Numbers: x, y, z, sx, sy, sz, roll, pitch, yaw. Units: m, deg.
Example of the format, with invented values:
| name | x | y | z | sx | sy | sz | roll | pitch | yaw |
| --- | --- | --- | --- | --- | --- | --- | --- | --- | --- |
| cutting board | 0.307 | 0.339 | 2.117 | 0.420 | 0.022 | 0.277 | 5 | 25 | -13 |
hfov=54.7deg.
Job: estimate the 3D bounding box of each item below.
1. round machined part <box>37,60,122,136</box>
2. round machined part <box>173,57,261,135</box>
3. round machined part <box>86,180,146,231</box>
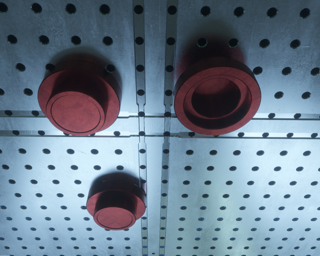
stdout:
| name | x | y | z | sx | sy | sz | roll | pitch | yaw |
| --- | --- | --- | --- | --- | --- | --- | --- | --- | --- |
| round machined part | -0.098 | -0.028 | 0.375 | 0.099 | 0.042 | 0.097 | -1 | 130 | 0 |
| round machined part | 0.065 | -0.041 | 0.367 | 0.099 | 0.042 | 0.097 | -1 | 130 | 0 |
| round machined part | -0.073 | 0.133 | 0.513 | 0.099 | 0.042 | 0.097 | -1 | 130 | 0 |
